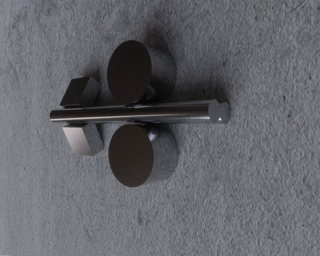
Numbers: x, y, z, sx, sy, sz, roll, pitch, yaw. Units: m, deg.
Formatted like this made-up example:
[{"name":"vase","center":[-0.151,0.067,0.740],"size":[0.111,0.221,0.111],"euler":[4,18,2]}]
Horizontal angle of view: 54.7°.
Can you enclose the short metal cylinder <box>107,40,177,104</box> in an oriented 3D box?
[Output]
[{"name":"short metal cylinder","center":[-0.024,-0.071,0.410],"size":[0.080,0.050,0.079],"euler":[0,90,40]}]

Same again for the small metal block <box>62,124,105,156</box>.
[{"name":"small metal block","center":[-0.122,0.016,0.494],"size":[0.050,0.025,0.050],"euler":[1,117,39]}]

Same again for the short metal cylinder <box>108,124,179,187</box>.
[{"name":"short metal cylinder","center":[-0.022,0.034,0.408],"size":[0.080,0.050,0.079],"euler":[0,90,40]}]

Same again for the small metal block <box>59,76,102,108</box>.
[{"name":"small metal block","center":[-0.128,-0.054,0.500],"size":[0.050,0.025,0.050],"euler":[0,63,40]}]

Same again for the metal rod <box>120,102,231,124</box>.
[{"name":"metal rod","center":[-0.042,-0.018,0.441],"size":[0.300,0.025,0.025],"euler":[1,91,40]}]

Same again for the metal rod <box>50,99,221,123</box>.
[{"name":"metal rod","center":[-0.058,-0.019,0.422],"size":[0.300,0.025,0.025],"euler":[1,90,40]}]
